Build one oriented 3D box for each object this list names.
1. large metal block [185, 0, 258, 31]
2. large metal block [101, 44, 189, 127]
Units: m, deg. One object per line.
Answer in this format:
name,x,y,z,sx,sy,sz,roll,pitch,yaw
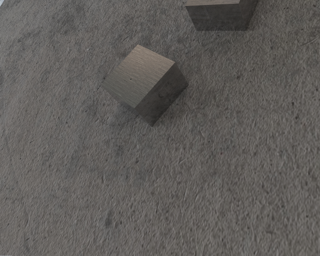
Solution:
large metal block,0.095,-0.191,0.455,0.080,0.050,0.080,12,68,33
large metal block,-0.021,-0.061,0.437,0.080,0.050,0.080,-49,52,-7
